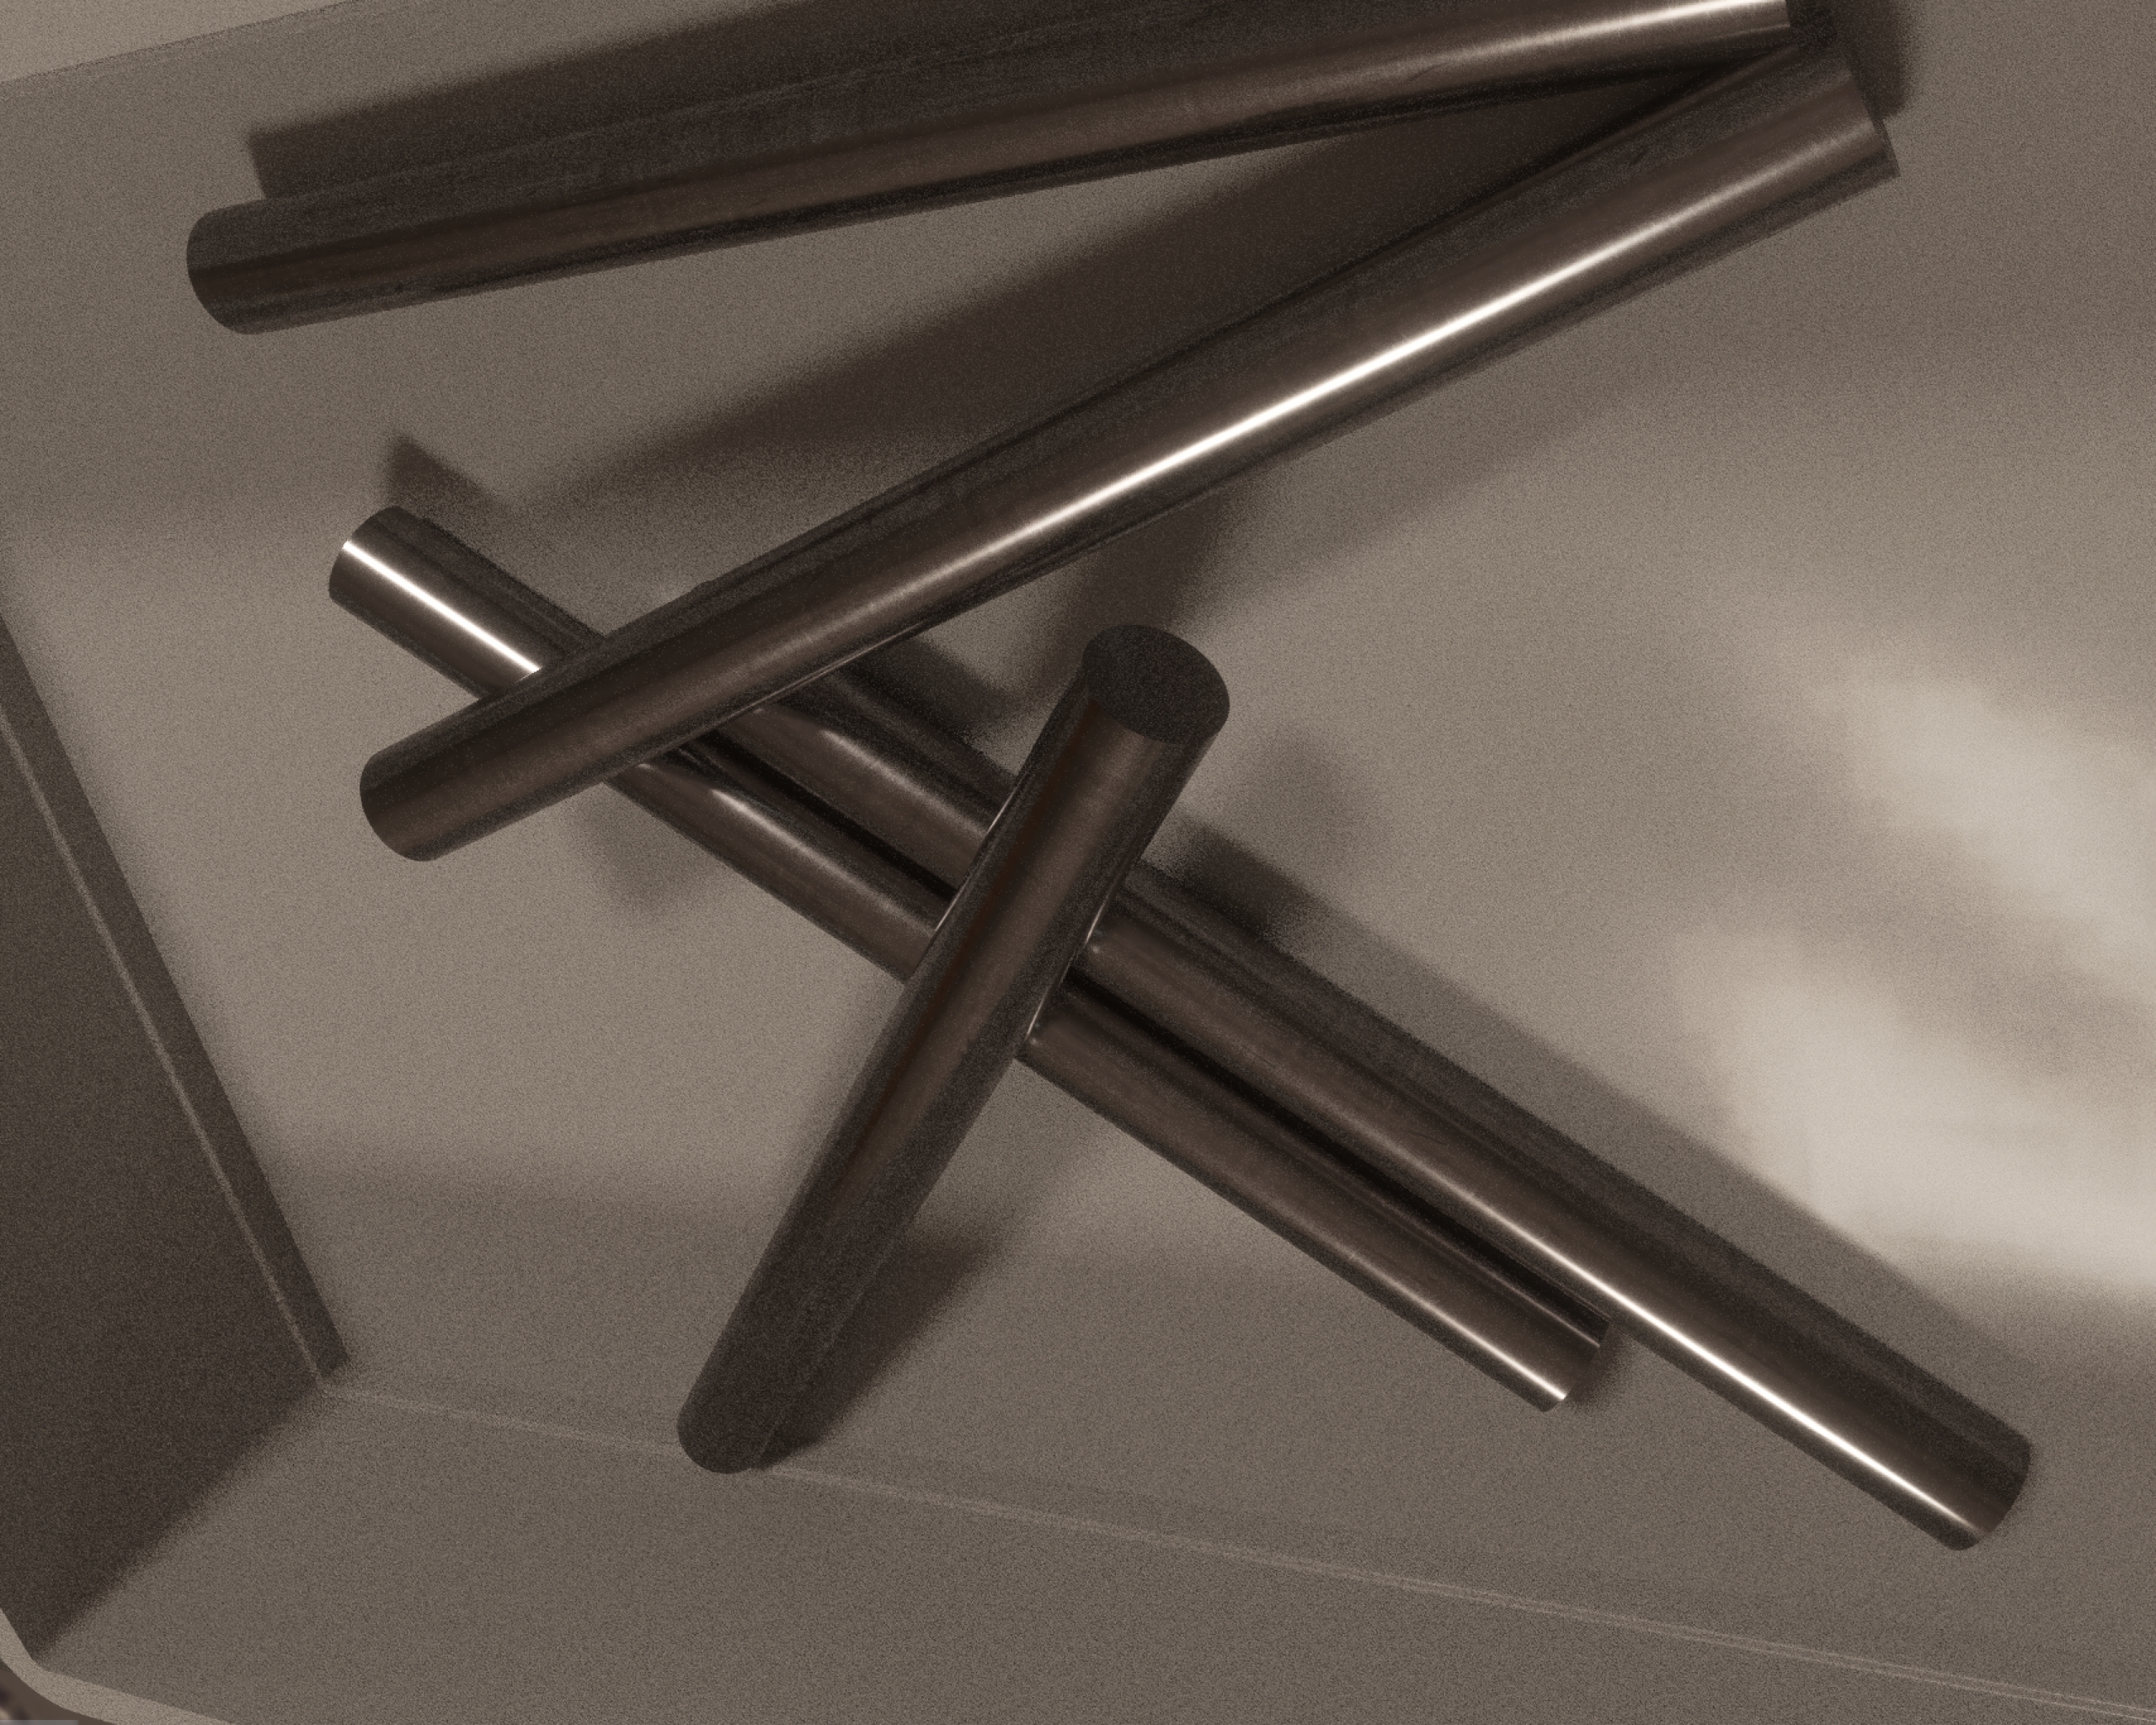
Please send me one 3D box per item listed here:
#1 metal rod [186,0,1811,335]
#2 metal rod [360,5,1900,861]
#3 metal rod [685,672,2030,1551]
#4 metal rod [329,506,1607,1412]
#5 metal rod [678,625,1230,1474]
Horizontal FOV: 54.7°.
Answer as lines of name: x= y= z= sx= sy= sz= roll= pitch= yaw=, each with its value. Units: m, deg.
metal rod: x=-0.036 y=-0.121 z=0.351 sx=0.300 sy=0.025 sz=0.025 roll=-1 pitch=118 yaw=28
metal rod: x=-0.015 y=-0.059 z=0.358 sx=0.300 sy=0.025 sz=0.025 roll=-21 pitch=108 yaw=29
metal rod: x=0.045 y=0.036 z=0.405 sx=0.301 sy=0.025 sz=0.025 roll=33 pitch=129 yaw=5
metal rod: x=-0.026 y=0.017 z=0.430 sx=0.301 sy=0.025 sz=0.025 roll=33 pitch=129 yaw=5
metal rod: x=-0.040 y=0.060 z=0.438 sx=0.025 sy=0.025 sz=0.298 roll=35 pitch=137 yaw=4
